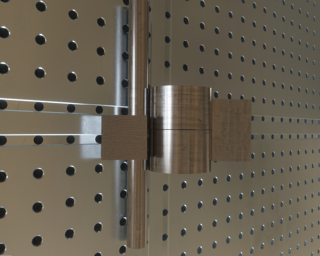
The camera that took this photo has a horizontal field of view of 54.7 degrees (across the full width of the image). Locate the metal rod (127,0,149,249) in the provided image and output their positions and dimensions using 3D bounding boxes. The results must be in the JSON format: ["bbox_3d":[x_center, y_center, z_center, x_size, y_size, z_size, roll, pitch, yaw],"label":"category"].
[{"bbox_3d":[-0.027,-0.005,0.381,0.025,0.025,0.298,1,90,-40],"label":"metal rod"}]

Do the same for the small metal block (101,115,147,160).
[{"bbox_3d":[-0.041,0.011,0.356,0.050,0.025,0.050,0,89,-5],"label":"small metal block"}]

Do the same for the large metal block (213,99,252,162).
[{"bbox_3d":[0.090,0.003,0.435,0.050,0.080,0.079,1,90,-2],"label":"large metal block"}]

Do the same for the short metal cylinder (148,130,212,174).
[{"bbox_3d":[0.025,0.027,0.390,0.081,0.080,0.050,1,90,-40],"label":"short metal cylinder"}]

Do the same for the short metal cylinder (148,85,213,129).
[{"bbox_3d":[0.025,-0.023,0.390,0.081,0.080,0.050,1,90,-40],"label":"short metal cylinder"}]
